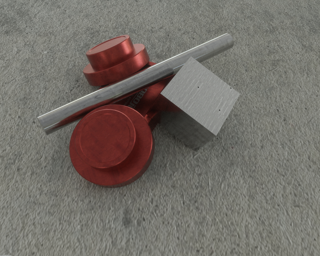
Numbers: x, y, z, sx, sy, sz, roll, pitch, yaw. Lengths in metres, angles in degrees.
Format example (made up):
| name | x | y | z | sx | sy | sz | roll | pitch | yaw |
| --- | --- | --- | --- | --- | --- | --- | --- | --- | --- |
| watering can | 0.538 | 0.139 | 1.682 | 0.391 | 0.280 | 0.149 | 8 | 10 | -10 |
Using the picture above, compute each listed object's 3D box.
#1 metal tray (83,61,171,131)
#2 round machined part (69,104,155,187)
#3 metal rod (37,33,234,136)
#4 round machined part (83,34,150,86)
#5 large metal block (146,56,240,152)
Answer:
| name | x | y | z | sx | sy | sz | roll | pitch | yaw |
| --- | --- | --- | --- | --- | --- | --- | --- | --- | --- |
| metal tray | -0.036 | -0.044 | 0.438 | 0.090 | 0.030 | 0.130 | 19 | 53 | 15 |
| round machined part | -0.057 | 0.017 | 0.356 | 0.099 | 0.042 | 0.098 | -2 | 70 | 6 |
| metal rod | -0.017 | -0.069 | 0.424 | 0.302 | 0.025 | 0.025 | -28 | 56 | -22 |
| round machined part | -0.068 | -0.103 | 0.454 | 0.098 | 0.042 | 0.098 | -18 | 28 | 10 |
| large metal block | 0.043 | -0.031 | 0.396 | 0.080 | 0.050 | 0.080 | 37 | 55 | -2 |
